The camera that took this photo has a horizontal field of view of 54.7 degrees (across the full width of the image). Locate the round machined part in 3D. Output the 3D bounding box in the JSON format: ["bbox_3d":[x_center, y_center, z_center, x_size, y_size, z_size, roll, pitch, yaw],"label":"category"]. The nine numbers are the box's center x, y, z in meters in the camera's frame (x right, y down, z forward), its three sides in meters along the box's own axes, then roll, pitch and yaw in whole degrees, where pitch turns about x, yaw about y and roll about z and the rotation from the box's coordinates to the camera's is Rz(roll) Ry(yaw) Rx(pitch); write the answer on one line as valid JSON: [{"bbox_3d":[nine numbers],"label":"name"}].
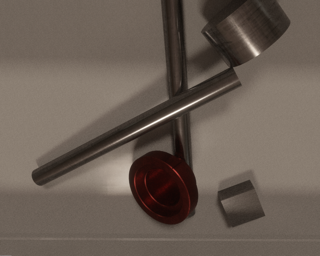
[{"bbox_3d":[0.009,0.075,0.413,0.098,0.042,0.097,16,119,33],"label":"round machined part"}]

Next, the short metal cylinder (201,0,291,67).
[{"bbox_3d":[0.093,-0.113,0.342,0.080,0.080,0.050,-39,106,13],"label":"short metal cylinder"}]

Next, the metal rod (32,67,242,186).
[{"bbox_3d":[-0.041,0.005,0.394,0.300,0.025,0.025,-26,108,16],"label":"metal rod"}]

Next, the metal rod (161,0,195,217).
[{"bbox_3d":[0.026,-0.014,0.406,0.025,0.025,0.298,-5,110,1],"label":"metal rod"}]

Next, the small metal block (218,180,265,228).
[{"bbox_3d":[0.119,0.111,0.454,0.050,0.025,0.050,-23,109,7],"label":"small metal block"}]
